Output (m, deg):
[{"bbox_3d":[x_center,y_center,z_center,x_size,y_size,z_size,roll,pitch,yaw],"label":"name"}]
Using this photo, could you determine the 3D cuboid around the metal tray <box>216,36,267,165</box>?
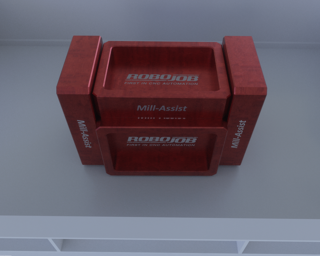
[{"bbox_3d":[0.084,-0.027,0.357,0.030,0.129,0.090,1,51,1],"label":"metal tray"}]

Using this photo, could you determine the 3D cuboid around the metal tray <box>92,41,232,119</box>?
[{"bbox_3d":[0.002,-0.053,0.327,0.131,0.030,0.090,1,50,0],"label":"metal tray"}]

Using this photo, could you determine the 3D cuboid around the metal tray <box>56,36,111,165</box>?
[{"bbox_3d":[-0.079,-0.028,0.357,0.030,0.129,0.090,0,51,0],"label":"metal tray"}]

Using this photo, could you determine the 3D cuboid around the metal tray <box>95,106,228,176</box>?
[{"bbox_3d":[0.002,0.017,0.344,0.131,0.089,0.030,0,50,0],"label":"metal tray"}]

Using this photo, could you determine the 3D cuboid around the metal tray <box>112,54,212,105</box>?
[{"bbox_3d":[0.003,-0.052,0.402,0.131,0.090,0.030,0,51,0],"label":"metal tray"}]
